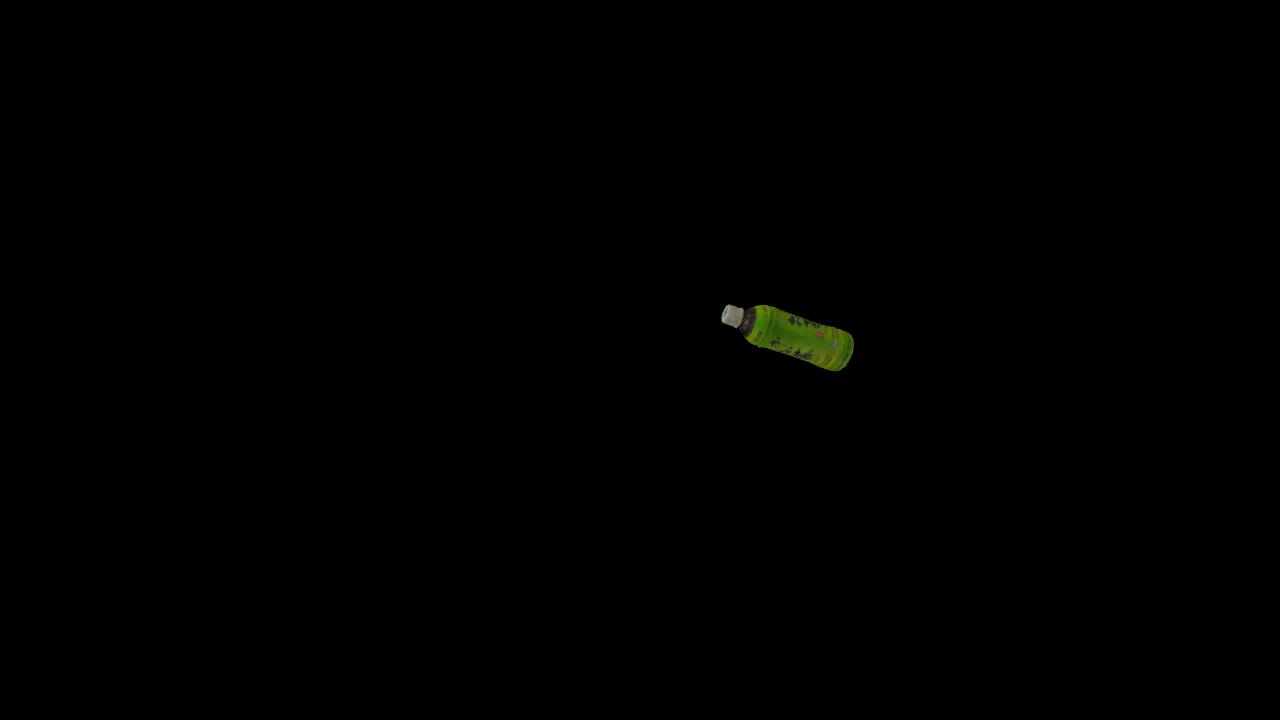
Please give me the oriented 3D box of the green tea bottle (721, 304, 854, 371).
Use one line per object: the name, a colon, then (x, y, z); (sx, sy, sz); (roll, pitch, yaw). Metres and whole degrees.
green tea bottle: (0.231, -0.042, 0.980); (0.212, 0.073, 0.073); (16, -3, -10)
